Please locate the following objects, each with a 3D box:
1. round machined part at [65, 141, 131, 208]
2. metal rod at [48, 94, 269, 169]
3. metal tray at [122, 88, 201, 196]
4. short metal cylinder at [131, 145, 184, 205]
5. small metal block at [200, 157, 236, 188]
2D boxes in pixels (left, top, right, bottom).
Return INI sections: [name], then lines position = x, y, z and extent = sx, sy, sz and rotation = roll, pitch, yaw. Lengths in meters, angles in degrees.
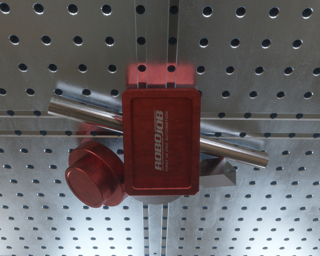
[round machined part]
position = -0.090, 0.070, 0.424
extent = 0.098, 0.042, 0.097
rotation = 20, 130, 26
[metal rod]
position = 0.008, 0.009, 0.414
extent = 0.302, 0.025, 0.025
rotation = 15, 129, -13
[metal tray]
position = 0.002, 0.017, 0.379
extent = 0.091, 0.030, 0.129
rotation = -1, 101, -1
[short metal cylinder]
position = -0.005, 0.066, 0.446
extent = 0.081, 0.050, 0.079
rotation = 0, 130, 0
[small metal block]
position = 0.078, 0.066, 0.449
extent = 0.050, 0.025, 0.050
rotation = -11, 148, 30
